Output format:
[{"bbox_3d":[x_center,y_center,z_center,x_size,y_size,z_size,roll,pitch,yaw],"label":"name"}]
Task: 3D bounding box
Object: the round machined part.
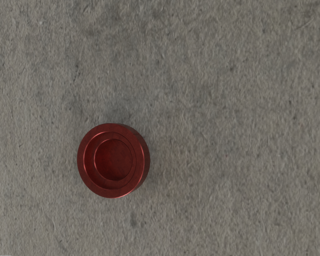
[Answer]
[{"bbox_3d":[-0.059,0.042,0.419,0.098,0.042,0.097,0,90,19],"label":"round machined part"}]
